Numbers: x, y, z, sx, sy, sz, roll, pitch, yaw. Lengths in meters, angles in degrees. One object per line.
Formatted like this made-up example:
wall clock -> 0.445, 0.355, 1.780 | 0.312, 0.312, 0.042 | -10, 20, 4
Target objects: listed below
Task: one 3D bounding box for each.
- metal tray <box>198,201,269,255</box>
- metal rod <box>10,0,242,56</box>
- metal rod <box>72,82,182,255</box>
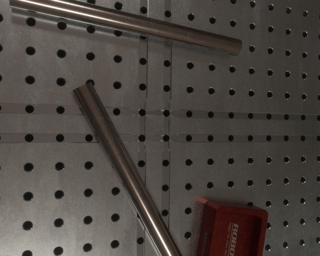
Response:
metal tray -> 0.103, 0.177, 0.449 | 0.091, 0.030, 0.129 | 11, 86, -20
metal rod -> -0.027, -0.134, 0.403 | 0.302, 0.025, 0.025 | 6, 88, -20
metal rod -> -0.030, 0.081, 0.402 | 0.025, 0.025, 0.299 | -29, 100, -18
